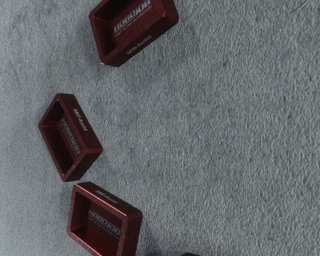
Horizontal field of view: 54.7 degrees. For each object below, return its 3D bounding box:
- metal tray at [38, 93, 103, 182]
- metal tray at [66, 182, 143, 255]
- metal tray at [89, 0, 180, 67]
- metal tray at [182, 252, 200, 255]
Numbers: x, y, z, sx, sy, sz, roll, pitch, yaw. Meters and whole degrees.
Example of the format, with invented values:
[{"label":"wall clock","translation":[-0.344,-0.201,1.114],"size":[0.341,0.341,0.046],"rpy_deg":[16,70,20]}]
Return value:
[{"label":"metal tray","translation":[-0.157,0.015,0.531],"size":[0.090,0.030,0.130],"rpy_deg":[-48,62,29]},{"label":"metal tray","translation":[-0.089,0.147,0.475],"size":[0.130,0.030,0.089],"rpy_deg":[18,102,38]},{"label":"metal tray","translation":[-0.042,-0.156,0.435],"size":[0.130,0.030,0.090],"rpy_deg":[-27,73,36]},{"label":"metal tray","translation":[0.073,0.200,0.341],"size":[0.130,0.030,0.089],"rpy_deg":[-2,89,40]}]
